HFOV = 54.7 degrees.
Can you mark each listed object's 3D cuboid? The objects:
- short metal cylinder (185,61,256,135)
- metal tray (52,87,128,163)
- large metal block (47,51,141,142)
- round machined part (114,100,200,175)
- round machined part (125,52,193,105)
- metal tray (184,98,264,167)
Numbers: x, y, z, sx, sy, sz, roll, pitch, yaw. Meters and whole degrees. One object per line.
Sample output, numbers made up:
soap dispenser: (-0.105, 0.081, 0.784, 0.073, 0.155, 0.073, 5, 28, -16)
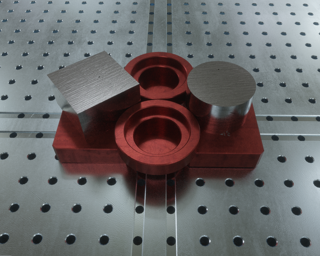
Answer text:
short metal cylinder: (0.072, -0.038, 0.384, 0.081, 0.050, 0.080, 0, 50, 0)
metal tray: (-0.082, -0.015, 0.416, 0.091, 0.030, 0.130, 1, 50, -1)
large metal block: (-0.080, -0.042, 0.387, 0.081, 0.050, 0.080, -30, 56, -23)
round machined part: (-0.003, 0.015, 0.372, 0.099, 0.042, 0.098, 0, 50, 0)
round machined part: (-0.001, -0.061, 0.435, 0.099, 0.042, 0.098, 0, 50, 0)
metal tray: (0.078, -0.011, 0.411, 0.091, 0.030, 0.130, 1, 50, 0)
